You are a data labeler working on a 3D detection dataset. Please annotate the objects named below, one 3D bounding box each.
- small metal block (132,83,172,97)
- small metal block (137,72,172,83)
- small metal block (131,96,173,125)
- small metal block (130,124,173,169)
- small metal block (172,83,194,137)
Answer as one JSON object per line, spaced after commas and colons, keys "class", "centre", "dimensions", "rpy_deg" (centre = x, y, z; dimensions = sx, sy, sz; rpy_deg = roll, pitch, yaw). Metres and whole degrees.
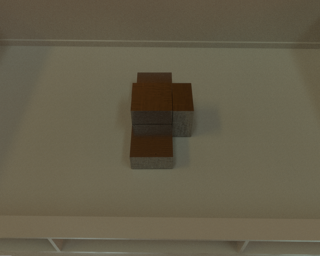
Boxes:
{"class": "small metal block", "centre": [-0.010, -0.033, 0.414], "dimensions": [0.050, 0.050, 0.025], "rpy_deg": [0, 50, 0]}
{"class": "small metal block", "centre": [-0.008, -0.055, 0.448], "dimensions": [0.050, 0.025, 0.050], "rpy_deg": [0, 50, 0]}
{"class": "small metal block", "centre": [-0.010, -0.014, 0.398], "dimensions": [0.050, 0.050, 0.025], "rpy_deg": [0, 50, 0]}
{"class": "small metal block", "centre": [-0.010, 0.023, 0.384], "dimensions": [0.050, 0.025, 0.050], "rpy_deg": [0, 50, 0]}
{"class": "small metal block", "centre": [0.028, -0.024, 0.406], "dimensions": [0.025, 0.050, 0.050], "rpy_deg": [0, 50, 0]}
